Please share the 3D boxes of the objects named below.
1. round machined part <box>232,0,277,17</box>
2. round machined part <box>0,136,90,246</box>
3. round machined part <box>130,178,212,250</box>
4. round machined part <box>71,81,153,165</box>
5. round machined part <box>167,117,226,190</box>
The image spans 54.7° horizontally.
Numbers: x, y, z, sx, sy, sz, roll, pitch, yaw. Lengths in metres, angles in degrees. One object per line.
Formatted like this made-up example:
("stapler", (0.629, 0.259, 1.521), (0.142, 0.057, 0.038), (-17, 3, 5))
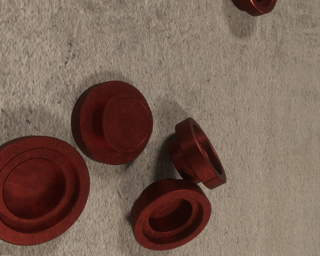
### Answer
("round machined part", (0.155, -0.239, 0.526), (0.099, 0.042, 0.097), (0, 90, -40))
("round machined part", (-0.121, 0.055, 0.294), (0.099, 0.042, 0.097), (0, 90, -40))
("round machined part", (0.010, 0.102, 0.385), (0.099, 0.042, 0.097), (-10, 122, -15))
("round machined part", (-0.047, -0.006, 0.356), (0.099, 0.042, 0.097), (0, 90, -40))
("round machined part", (0.046, 0.038, 0.412), (0.098, 0.042, 0.098), (53, 16, -22))
